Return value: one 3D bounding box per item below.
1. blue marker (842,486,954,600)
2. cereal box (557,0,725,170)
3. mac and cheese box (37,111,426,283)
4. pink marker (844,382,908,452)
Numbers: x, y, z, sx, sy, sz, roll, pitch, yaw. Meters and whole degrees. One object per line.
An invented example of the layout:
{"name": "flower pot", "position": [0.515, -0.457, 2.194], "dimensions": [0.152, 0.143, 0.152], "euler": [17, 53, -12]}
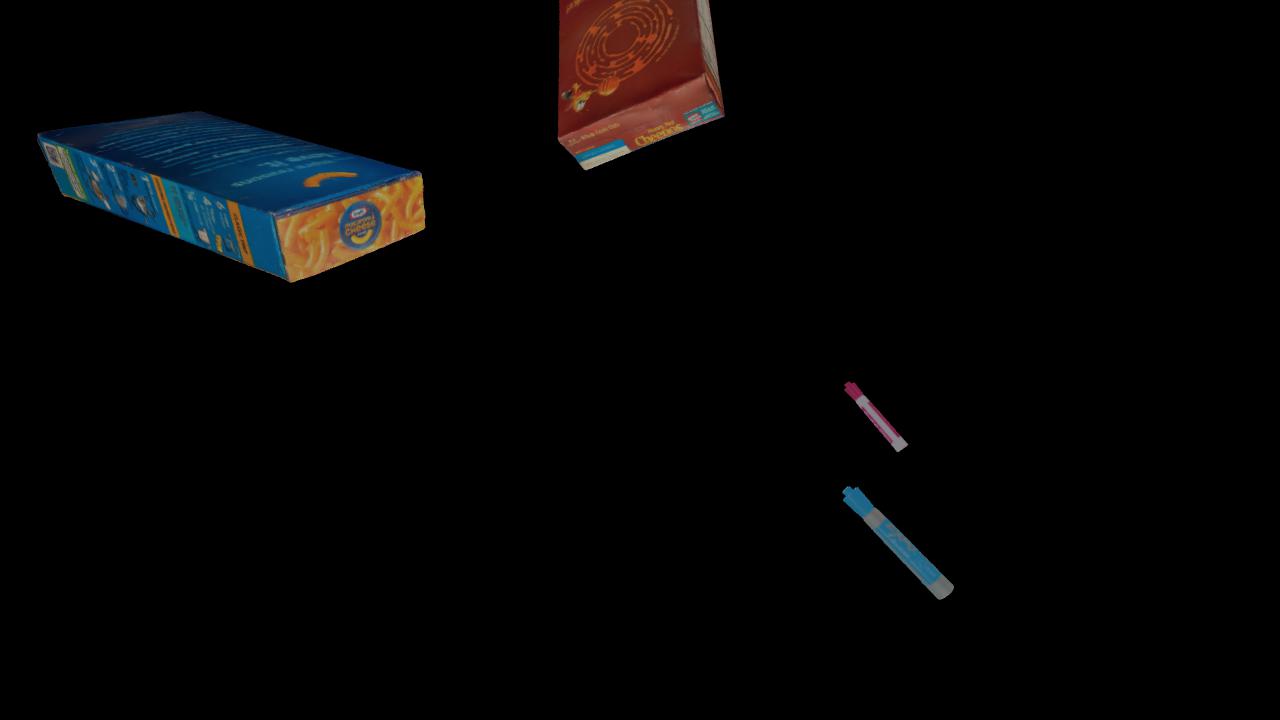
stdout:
{"name": "blue marker", "position": [0.233, 0.164, 0.562], "dimensions": [0.020, 0.121, 0.020], "euler": [-39, -17, -14]}
{"name": "cereal box", "position": [-0.007, -0.420, 0.817], "dimensions": [0.203, 0.306, 0.081], "euler": [-15, -26, 23]}
{"name": "mac and cheese box", "position": [-0.223, -0.098, 0.342], "dimensions": [0.184, 0.041, 0.093], "euler": [20, 34, 19]}
{"name": "pink marker", "position": [0.341, 0.080, 0.895], "dimensions": [0.020, 0.121, 0.020], "euler": [-30, -22, -14]}
